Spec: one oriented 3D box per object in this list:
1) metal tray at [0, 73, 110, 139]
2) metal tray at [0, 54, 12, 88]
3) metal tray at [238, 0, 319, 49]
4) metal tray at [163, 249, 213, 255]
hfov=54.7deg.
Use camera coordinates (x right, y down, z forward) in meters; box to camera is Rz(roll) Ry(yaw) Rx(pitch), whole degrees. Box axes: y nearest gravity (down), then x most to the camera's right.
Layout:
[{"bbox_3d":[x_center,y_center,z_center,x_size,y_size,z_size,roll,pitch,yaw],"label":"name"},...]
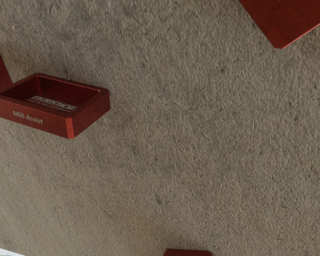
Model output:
[{"bbox_3d":[-0.146,-0.035,0.419,0.130,0.090,0.030,15,125,19],"label":"metal tray"},{"bbox_3d":[-0.308,-0.092,0.509,0.130,0.030,0.089,2,120,27],"label":"metal tray"},{"bbox_3d":[0.128,-0.139,0.250,0.130,0.030,0.090,-34,100,38],"label":"metal tray"},{"bbox_3d":[0.065,0.269,0.535,0.090,0.030,0.129,-12,113,33],"label":"metal tray"}]
